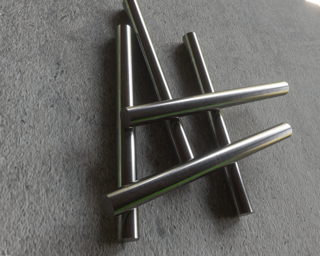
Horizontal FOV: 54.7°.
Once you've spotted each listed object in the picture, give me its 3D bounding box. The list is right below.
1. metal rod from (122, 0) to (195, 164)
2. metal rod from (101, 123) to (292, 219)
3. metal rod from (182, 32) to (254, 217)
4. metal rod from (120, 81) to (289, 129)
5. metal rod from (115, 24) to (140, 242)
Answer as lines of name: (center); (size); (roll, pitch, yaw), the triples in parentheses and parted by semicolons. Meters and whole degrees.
metal rod: (-0.005, -0.071, 0.443); (0.025, 0.025, 0.299); (-5, 64, -30)
metal rod: (0.069, 0.039, 0.383); (0.302, 0.025, 0.025); (-17, 71, -35)
metal rod: (0.078, -0.021, 0.458); (0.025, 0.025, 0.299); (2, 61, -27)
metal rod: (0.083, -0.039, 0.438); (0.303, 0.025, 0.025); (-13, 68, -34)
metal rod: (-0.044, -0.016, 0.389); (0.025, 0.025, 0.299); (9, 58, -23)
